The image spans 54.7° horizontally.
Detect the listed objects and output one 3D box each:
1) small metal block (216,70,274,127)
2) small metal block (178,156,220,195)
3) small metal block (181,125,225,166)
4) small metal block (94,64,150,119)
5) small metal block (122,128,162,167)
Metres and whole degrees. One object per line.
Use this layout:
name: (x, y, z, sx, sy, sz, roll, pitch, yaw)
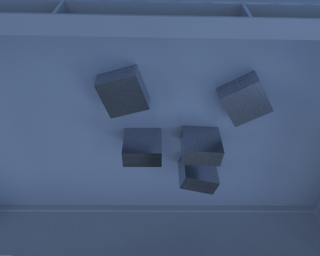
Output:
small metal block: (0.104, -0.035, 0.381, 0.050, 0.025, 0.050, -25, 126, 19)
small metal block: (0.055, 0.065, 0.449, 0.050, 0.050, 0.025, 13, 129, -11)
small metal block: (0.055, 0.023, 0.413, 0.050, 0.050, 0.025, 3, 130, -4)
small metal block: (-0.044, -0.043, 0.372, 0.050, 0.025, 0.050, -13, 129, 10)
small metal block: (-0.023, 0.025, 0.414, 0.050, 0.050, 0.025, 0, 130, -1)
